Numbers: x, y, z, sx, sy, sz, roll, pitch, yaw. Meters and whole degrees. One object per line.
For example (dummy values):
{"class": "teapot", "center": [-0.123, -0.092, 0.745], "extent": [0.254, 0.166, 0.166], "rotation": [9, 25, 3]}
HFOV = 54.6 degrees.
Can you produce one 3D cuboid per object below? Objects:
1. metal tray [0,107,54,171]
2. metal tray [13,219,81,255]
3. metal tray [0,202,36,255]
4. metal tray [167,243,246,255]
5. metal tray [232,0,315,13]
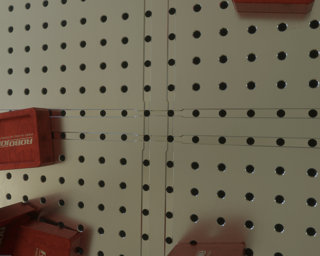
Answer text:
{"class": "metal tray", "center": [-0.235, 0.020, 0.493], "extent": [0.130, 0.030, 0.090], "rotation": [-7, 88, 19]}
{"class": "metal tray", "center": [-0.176, 0.214, 0.467], "extent": [0.090, 0.030, 0.129], "rotation": [10, 94, 12]}
{"class": "metal tray", "center": [-0.246, 0.184, 0.466], "extent": [0.030, 0.090, 0.129], "rotation": [22, 97, 19]}
{"class": "metal tray", "center": [0.044, 0.165, 0.342], "extent": [0.090, 0.130, 0.030], "rotation": [-8, 87, 20]}
{"class": "metal tray", "center": [0.139, -0.205, 0.360], "extent": [0.090, 0.030, 0.129], "rotation": [9, 93, 19]}
